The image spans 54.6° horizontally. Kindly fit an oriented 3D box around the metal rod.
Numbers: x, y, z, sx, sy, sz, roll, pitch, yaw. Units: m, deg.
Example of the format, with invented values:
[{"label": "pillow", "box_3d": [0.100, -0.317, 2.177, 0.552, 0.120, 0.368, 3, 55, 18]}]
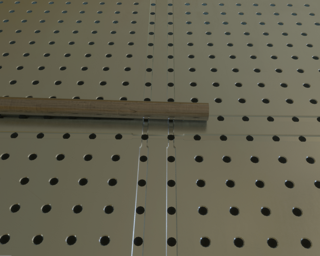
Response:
[{"label": "metal rod", "box_3d": [-0.085, -0.027, 0.429, 0.302, 0.025, 0.025, 2, 50, 1]}]
